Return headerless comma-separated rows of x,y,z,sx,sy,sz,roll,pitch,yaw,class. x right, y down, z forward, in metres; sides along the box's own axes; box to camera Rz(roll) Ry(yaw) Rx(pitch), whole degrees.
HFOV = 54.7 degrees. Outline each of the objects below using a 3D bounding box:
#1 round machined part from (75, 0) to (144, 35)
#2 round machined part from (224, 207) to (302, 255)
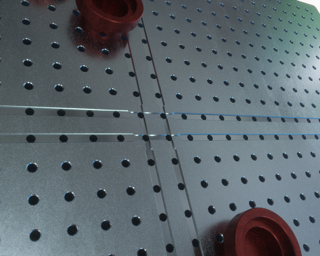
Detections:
-0.078,-0.180,0.466,0.099,0.042,0.098,14,56,-21,round machined part
0.117,0.149,0.371,0.099,0.042,0.098,14,56,-21,round machined part
